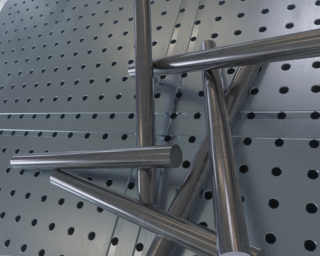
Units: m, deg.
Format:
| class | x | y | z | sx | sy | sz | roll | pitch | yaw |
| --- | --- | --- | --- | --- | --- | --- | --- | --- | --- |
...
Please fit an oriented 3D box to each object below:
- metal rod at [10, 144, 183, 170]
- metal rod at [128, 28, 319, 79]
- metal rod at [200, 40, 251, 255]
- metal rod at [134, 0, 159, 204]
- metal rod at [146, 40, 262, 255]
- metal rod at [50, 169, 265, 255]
| class | x | y | z | sx | sy | sz | roll | pitch | yaw |
| --- | --- | --- | --- | --- | --- | --- | --- | --- | --- |
| metal rod | -0.105 | 0.042 | 0.412 | 0.300 | 0.025 | 0.025 | -6 | 59 | 35 |
| metal rod | 0.059 | -0.083 | 0.375 | 0.299 | 0.025 | 0.025 | 4 | 63 | 49 |
| metal rod | 0.063 | -0.008 | 0.339 | 0.025 | 0.025 | 0.300 | -16 | 42 | 19 |
| metal rod | -0.020 | -0.052 | 0.413 | 0.025 | 0.025 | 0.299 | -11 | 69 | 22 |
| metal rod | 0.061 | 0.020 | 0.364 | 0.025 | 0.025 | 0.300 | 17 | 70 | 35 |
| metal rod | -0.033 | 0.090 | 0.346 | 0.300 | 0.025 | 0.025 | 10 | 67 | 41 |
